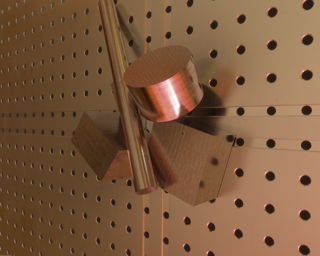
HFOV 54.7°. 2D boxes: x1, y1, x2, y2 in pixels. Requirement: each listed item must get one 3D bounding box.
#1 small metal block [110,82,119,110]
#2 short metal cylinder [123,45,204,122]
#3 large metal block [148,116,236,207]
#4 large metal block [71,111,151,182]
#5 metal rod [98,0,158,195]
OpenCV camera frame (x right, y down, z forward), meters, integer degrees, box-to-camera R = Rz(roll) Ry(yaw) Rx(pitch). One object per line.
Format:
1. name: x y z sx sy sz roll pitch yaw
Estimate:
1. small metal block: -0.039 -0.052 0.440 0.050 0.025 0.050 -30 72 35
2. short metal cylinder: 0.005 -0.052 0.359 0.080 0.080 0.050 11 141 39
3. large metal block: 0.031 0.034 0.365 0.080 0.050 0.079 22 104 37
4. large metal block: -0.058 0.022 0.419 0.080 0.081 0.050 45 117 30
5. metal rod: -0.048 -0.060 0.408 0.025 0.025 0.299 -34 57 34
